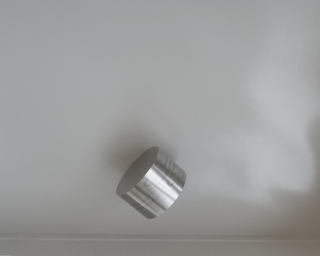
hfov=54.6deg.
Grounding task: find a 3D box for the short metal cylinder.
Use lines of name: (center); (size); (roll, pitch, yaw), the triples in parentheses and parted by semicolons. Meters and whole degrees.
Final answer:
short metal cylinder: (-0.012, 0.071, 0.408); (0.050, 0.080, 0.080); (43, 105, -14)
